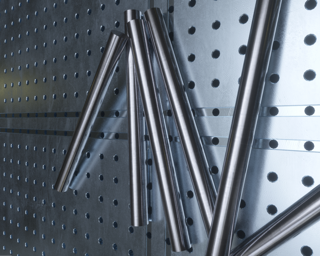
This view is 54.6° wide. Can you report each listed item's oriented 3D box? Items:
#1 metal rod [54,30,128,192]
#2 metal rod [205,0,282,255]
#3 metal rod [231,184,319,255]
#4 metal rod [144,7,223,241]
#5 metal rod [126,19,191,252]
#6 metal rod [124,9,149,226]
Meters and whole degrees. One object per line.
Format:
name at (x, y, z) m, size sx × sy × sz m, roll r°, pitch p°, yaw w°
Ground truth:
metal rod at (-0.116, -0.010, 0.489) m, size 0.025 × 0.025 × 0.298 m, roll 46°, pitch 122°, yaw 30°
metal rod at (0.086, 0.002, 0.323) m, size 0.025 × 0.025 × 0.298 m, roll 13°, pitch 94°, yaw 39°
metal rod at (0.103, 0.123, 0.324) m, size 0.299 × 0.025 × 0.025 m, roll -51°, pitch 60°, yaw 28°
metal rod at (0.029, -0.014, 0.386) m, size 0.025 × 0.025 × 0.299 m, roll -25°, pitch 74°, yaw 37°
metal rod at (-0.003, 0.005, 0.402) m, size 0.025 × 0.025 × 0.299 m, roll -16°, pitch 83°, yaw 39°
metal rod at (-0.034, -0.015, 0.438) m, size 0.025 × 0.025 × 0.298 m, roll -3°, pitch 88°, yaw 40°
